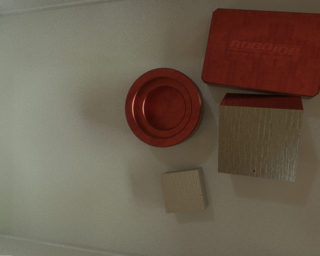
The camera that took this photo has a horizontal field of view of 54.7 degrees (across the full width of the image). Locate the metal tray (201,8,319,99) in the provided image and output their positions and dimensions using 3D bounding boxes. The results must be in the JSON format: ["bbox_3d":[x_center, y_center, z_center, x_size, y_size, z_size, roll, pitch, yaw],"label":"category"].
[{"bbox_3d":[0.122,-0.088,0.365,0.130,0.030,0.089,11,94,19],"label":"metal tray"}]

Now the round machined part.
[{"bbox_3d":[0.009,-0.025,0.398,0.098,0.042,0.097,0,90,19],"label":"round machined part"}]

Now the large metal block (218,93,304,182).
[{"bbox_3d":[0.110,0.008,0.345,0.080,0.050,0.079,5,113,19],"label":"large metal block"}]

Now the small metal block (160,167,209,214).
[{"bbox_3d":[0.032,0.080,0.399,0.050,0.025,0.050,-11,87,19],"label":"small metal block"}]
